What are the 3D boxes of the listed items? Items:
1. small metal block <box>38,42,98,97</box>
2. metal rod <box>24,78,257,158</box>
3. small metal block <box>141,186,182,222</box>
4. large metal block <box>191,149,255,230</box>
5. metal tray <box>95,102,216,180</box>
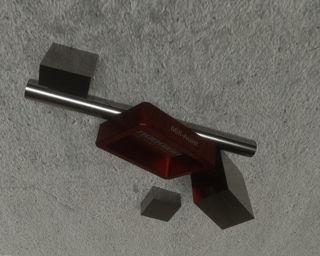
[{"bbox_3d":[-0.098,-0.064,0.335,0.050,0.050,0.025,13,129,-12],"label":"small metal block"},{"bbox_3d":[-0.014,-0.009,0.399,0.302,0.025,0.025,15,128,-13],"label":"metal rod"},{"bbox_3d":[0.001,0.127,0.516,0.050,0.025,0.050,20,127,-17],"label":"small metal block"},{"bbox_3d":[0.087,0.085,0.445,0.050,0.080,0.080,-28,125,21],"label":"large metal block"},{"bbox_3d":[-0.003,0.023,0.394,0.090,0.030,0.130,-23,138,40],"label":"metal tray"}]
